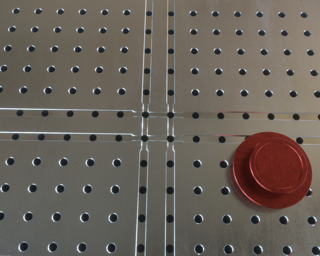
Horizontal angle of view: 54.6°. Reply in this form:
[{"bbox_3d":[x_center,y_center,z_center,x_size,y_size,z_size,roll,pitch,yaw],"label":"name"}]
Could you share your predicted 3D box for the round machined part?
[{"bbox_3d":[0.140,0.050,0.385,0.099,0.042,0.098,0,70,0],"label":"round machined part"}]
